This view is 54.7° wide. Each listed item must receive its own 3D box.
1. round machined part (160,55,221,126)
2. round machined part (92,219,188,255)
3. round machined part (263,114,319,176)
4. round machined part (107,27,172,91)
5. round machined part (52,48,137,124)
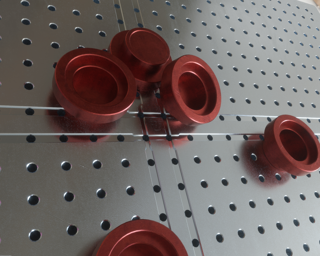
[{"bbox_3d":[0.039,-0.050,0.437,0.099,0.042,0.098,12,70,-38],"label":"round machined part"},{"bbox_3d":[-0.022,0.143,0.300,0.099,0.042,0.098,14,56,-21],"label":"round machined part"},{"bbox_3d":[0.204,0.031,0.491,0.099,0.042,0.098,14,56,-21],"label":"round machined part"},{"bbox_3d":[-0.025,-0.106,0.450,0.099,0.042,0.098,14,56,-21],"label":"round machined part"},{"bbox_3d":[-0.082,-0.048,0.383,0.099,0.042,0.098,14,56,-21],"label":"round machined part"}]
